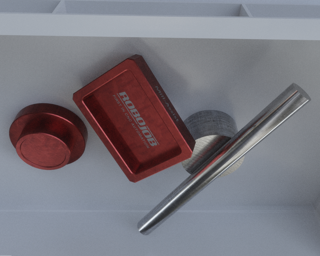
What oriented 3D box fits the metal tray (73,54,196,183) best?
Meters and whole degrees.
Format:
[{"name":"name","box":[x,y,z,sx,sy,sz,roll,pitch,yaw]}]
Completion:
[{"name":"metal tray","box":[-0.029,-0.008,0.365,0.090,0.030,0.130,-28,102,22]}]

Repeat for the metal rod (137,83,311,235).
[{"name":"metal rod","box":[0.060,0.058,0.393,0.025,0.025,0.298,27,125,-22]}]

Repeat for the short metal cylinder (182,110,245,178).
[{"name":"short metal cylinder","box":[0.067,0.023,0.413,0.081,0.050,0.079,-1,130,0]}]

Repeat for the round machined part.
[{"name":"round machined part","box":[-0.149,0.018,0.411,0.099,0.042,0.097,-1,130,0]}]
